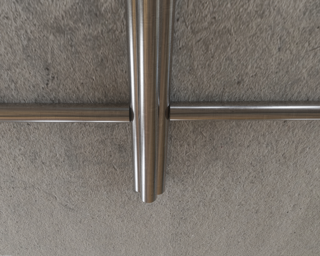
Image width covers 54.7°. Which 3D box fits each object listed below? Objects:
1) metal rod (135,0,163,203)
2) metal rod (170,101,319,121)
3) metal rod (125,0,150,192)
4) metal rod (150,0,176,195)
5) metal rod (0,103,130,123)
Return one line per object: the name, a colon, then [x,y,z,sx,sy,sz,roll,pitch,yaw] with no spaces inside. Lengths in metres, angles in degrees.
metal rod: [-0.014,-0.010,0.374,0.025,0.025,0.298,1,130,-1]
metal rod: [0.163,-0.022,0.392,0.302,0.025,0.025,0,130,-1]
metal rod: [-0.025,-0.022,0.391,0.025,0.025,0.298,1,130,-1]
metal rod: [-0.001,-0.017,0.395,0.025,0.025,0.298,1,130,-1]
metal rod: [-0.189,-0.019,0.389,0.302,0.025,0.025,0,130,-1]
